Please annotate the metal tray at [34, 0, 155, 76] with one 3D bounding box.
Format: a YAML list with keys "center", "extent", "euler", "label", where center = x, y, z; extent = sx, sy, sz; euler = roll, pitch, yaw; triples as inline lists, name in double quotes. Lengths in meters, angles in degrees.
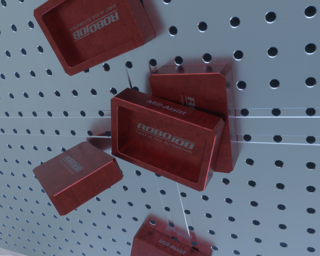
- center: [-0.081, -0.125, 0.371]
  extent: [0.130, 0.030, 0.090]
  euler: [-13, 112, 33]
  label: "metal tray"

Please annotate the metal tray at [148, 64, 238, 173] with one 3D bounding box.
- center: [0.043, -0.010, 0.378]
  extent: [0.090, 0.030, 0.129]
  euler: [3, 120, 26]
  label: "metal tray"

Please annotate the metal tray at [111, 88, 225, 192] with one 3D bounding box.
- center: [0.004, 0.013, 0.372]
  extent: [0.130, 0.030, 0.089]
  euler: [20, 127, 20]
  label: "metal tray"

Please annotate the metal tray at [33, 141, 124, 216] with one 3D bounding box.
- center: [-0.119, 0.063, 0.433]
  extent: [0.130, 0.091, 0.030]
  euler: [15, 131, 58]
  label: "metal tray"

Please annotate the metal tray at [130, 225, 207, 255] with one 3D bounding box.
- center: [0.013, 0.235, 0.545]
  extent: [0.130, 0.030, 0.089]
  euler: [21, 127, 14]
  label: "metal tray"
